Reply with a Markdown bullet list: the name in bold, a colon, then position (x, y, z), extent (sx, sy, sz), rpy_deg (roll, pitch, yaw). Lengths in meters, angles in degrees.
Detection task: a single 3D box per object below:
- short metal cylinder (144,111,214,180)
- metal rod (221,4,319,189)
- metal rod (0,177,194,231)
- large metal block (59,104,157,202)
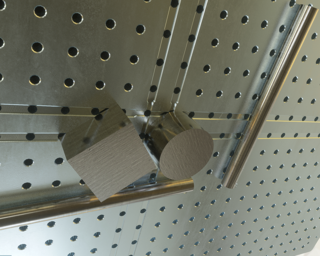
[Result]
- **short metal cylinder**: position (0.025, 0.024, 0.423), extent (0.081, 0.050, 0.079), rpy_deg (-14, 124, -21)
- **metal rod**: position (0.160, -0.033, 0.477), extent (0.025, 0.025, 0.298), rpy_deg (4, 117, -30)
- **metal rod**: position (-0.088, 0.101, 0.425), extent (0.303, 0.025, 0.025), rpy_deg (-5, 121, -26)
- **large metal block**: position (-0.062, 0.031, 0.380), extent (0.080, 0.050, 0.080), rpy_deg (-32, 129, -8)
